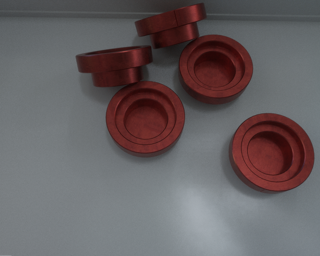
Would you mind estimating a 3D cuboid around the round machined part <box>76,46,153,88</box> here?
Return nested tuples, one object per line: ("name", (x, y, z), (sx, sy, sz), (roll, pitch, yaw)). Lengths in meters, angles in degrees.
("round machined part", (-0.058, -0.082, 0.411), (0.099, 0.098, 0.042), (-8, 108, -4))

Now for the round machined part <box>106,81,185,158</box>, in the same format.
("round machined part", (-0.018, -0.009, 0.404), (0.099, 0.042, 0.098), (0, 70, -1))

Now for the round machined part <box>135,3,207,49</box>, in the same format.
("round machined part", (0.018, -0.140, 0.433), (0.099, 0.098, 0.042), (-18, 108, -7))

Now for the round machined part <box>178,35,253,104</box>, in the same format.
("round machined part", (0.074, -0.077, 0.430), (0.099, 0.042, 0.098), (0, 70, -1))

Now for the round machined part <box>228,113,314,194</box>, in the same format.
("round machined part", (0.135, 0.034, 0.390), (0.099, 0.042, 0.098), (0, 70, -1))
